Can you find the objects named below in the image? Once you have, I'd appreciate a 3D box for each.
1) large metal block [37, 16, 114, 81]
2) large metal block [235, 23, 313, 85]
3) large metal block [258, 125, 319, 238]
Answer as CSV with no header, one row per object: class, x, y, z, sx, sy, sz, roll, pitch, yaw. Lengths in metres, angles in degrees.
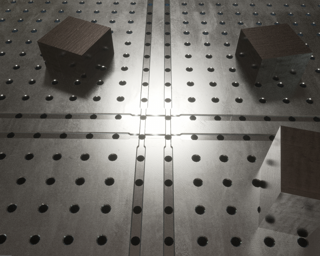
large metal block,-0.132,-0.129,0.498,0.080,0.050,0.080,20,53,16
large metal block,0.177,-0.119,0.494,0.081,0.050,0.080,-10,51,-8
large metal block,0.141,0.057,0.326,0.050,0.080,0.080,11,51,9
